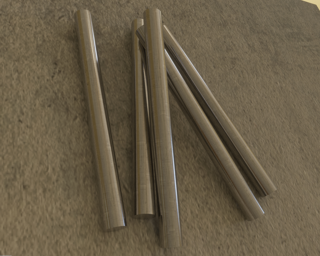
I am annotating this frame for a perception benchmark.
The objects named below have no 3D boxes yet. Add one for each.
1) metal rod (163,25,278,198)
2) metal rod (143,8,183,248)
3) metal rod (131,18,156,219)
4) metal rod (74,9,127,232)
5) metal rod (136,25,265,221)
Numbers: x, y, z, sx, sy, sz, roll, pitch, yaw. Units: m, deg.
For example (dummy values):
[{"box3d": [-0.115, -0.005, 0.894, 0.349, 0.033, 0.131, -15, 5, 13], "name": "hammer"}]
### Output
[{"box3d": [0.077, -0.033, 0.467, 0.025, 0.025, 0.299, -21, 73, -36], "name": "metal rod"}, {"box3d": [0.001, -0.014, 0.379, 0.025, 0.025, 0.299, 4, 71, -27], "name": "metal rod"}, {"box3d": [-0.025, -0.033, 0.411, 0.025, 0.025, 0.299, 11, 57, -23], "name": "metal rod"}, {"box3d": [-0.078, -0.028, 0.379, 0.025, 0.025, 0.299, 1, 61, -28], "name": "metal rod"}, {"box3d": [0.051, -0.013, 0.423, 0.025, 0.025, 0.299, -24, 80, -37], "name": "metal rod"}]
